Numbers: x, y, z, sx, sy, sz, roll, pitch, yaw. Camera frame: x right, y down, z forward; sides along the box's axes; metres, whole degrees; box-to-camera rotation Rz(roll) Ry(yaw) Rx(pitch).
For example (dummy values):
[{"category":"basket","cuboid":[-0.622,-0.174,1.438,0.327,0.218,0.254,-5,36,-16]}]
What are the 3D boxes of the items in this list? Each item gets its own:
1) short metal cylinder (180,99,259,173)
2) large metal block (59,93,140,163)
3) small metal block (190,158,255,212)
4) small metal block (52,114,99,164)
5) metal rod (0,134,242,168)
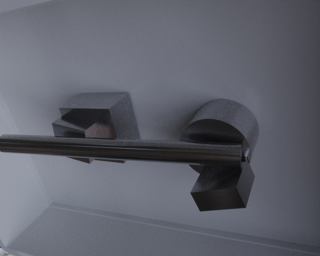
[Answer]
[{"category":"short metal cylinder","cuboid":[0.070,0.013,0.361,0.080,0.050,0.079,13,124,20]},{"category":"large metal block","cuboid":[-0.080,-0.002,0.428,0.080,0.050,0.079,3,120,26]},{"category":"small metal block","cuboid":[0.067,0.059,0.325,0.050,0.050,0.025,-15,111,34]},{"category":"small metal block","cuboid":[-0.109,0.014,0.406,0.050,0.025,0.050,12,123,21]},{"category":"metal rod","cuboid":[-0.061,0.024,0.361,0.301,0.025,0.025,1,119,18]}]
